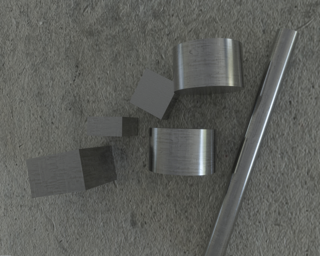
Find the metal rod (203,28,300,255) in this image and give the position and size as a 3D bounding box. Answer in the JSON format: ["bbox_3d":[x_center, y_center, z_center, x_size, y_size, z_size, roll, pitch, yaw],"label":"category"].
[{"bbox_3d":[0.105,0.032,0.371,0.025,0.025,0.298,19,96,18],"label":"metal rod"}]

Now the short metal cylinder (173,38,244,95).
[{"bbox_3d":[0.056,-0.068,0.360,0.080,0.080,0.050,-2,89,19],"label":"short metal cylinder"}]

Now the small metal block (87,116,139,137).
[{"bbox_3d":[-0.062,-0.002,0.417,0.050,0.050,0.025,1,91,19],"label":"small metal block"}]

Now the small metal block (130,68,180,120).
[{"bbox_3d":[-0.004,-0.044,0.410,0.050,0.025,0.050,29,99,17],"label":"small metal block"}]

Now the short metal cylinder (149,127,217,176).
[{"bbox_3d":[0.027,0.025,0.370,0.080,0.080,0.050,2,91,19],"label":"short metal cylinder"}]

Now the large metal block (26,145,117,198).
[{"bbox_3d":[-0.116,0.057,0.419,0.080,0.080,0.050,-12,86,19],"label":"large metal block"}]
